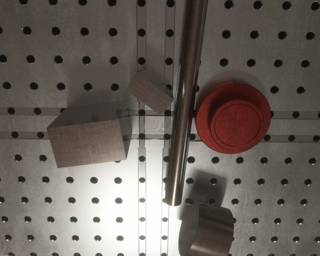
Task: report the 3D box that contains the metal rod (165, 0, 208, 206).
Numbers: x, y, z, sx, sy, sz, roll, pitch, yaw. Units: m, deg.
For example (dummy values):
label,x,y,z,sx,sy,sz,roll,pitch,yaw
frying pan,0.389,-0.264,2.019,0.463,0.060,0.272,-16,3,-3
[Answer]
label,x,y,z,sx,sy,sz,roll,pitch,yaw
metal rod,0.032,-0.032,0.402,0.025,0.025,0.298,5,110,-2

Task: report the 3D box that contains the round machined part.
label,x,y,z,sx,sy,sz,roll,pitch,yaw
round machined part,0.096,-0.010,0.402,0.099,0.042,0.097,0,110,-1

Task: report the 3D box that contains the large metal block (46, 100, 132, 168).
label,x,y,z,sx,sy,sz,roll,pitch,yaw
large metal block,-0.082,0.005,0.385,0.080,0.080,0.050,-7,110,2

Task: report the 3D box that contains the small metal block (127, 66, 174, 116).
label,x,y,z,sx,sy,sz,roll,pitch,yaw
small metal block,-0.011,-0.047,0.383,0.050,0.050,0.025,37,106,-13

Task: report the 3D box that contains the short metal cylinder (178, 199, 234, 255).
label,x,y,z,sx,sy,sz,roll,pitch,yaw
short metal cylinder,0.064,0.147,0.439,0.050,0.080,0.079,18,109,-7
